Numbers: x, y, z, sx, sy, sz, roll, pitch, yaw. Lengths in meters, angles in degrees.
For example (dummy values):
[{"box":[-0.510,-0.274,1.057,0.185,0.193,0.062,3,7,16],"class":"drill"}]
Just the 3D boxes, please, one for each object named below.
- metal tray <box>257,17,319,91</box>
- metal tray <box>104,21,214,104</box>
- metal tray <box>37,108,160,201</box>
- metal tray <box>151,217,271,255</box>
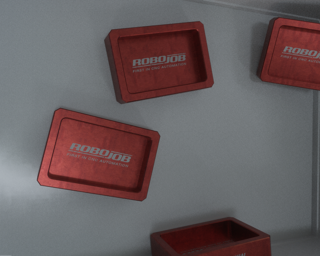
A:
[{"box":[0.217,-0.104,0.448,0.131,0.030,0.089,10,109,3],"class":"metal tray"},{"box":[0.001,-0.087,0.409,0.131,0.030,0.089,-13,95,-20],"class":"metal tray"},{"box":[-0.073,0.034,0.381,0.131,0.030,0.090,14,85,-20],"class":"metal tray"},{"box":[0.063,0.153,0.401,0.131,0.090,0.030,-5,92,-20],"class":"metal tray"}]
